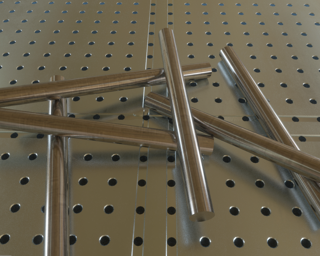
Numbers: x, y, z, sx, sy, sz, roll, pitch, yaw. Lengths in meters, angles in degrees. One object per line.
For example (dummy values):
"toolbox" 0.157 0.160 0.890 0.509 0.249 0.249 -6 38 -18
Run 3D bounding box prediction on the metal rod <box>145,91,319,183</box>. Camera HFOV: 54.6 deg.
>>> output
"metal rod" 0.107 0.016 0.372 0.300 0.025 0.025 25 54 28

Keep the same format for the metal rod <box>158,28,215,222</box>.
"metal rod" 0.025 -0.030 0.392 0.025 0.025 0.300 -5 51 -4

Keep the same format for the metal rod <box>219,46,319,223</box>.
"metal rod" 0.146 -0.014 0.419 0.025 0.025 0.300 -11 51 -9

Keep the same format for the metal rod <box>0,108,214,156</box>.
"metal rod" -0.085 0.003 0.379 0.302 0.025 0.025 8 50 -4

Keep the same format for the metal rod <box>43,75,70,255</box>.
"metal rod" -0.123 0.043 0.371 0.025 0.025 0.300 -9 51 -7

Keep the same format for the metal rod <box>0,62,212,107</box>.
"metal rod" -0.067 -0.064 0.439 0.302 0.025 0.025 -11 51 -18
